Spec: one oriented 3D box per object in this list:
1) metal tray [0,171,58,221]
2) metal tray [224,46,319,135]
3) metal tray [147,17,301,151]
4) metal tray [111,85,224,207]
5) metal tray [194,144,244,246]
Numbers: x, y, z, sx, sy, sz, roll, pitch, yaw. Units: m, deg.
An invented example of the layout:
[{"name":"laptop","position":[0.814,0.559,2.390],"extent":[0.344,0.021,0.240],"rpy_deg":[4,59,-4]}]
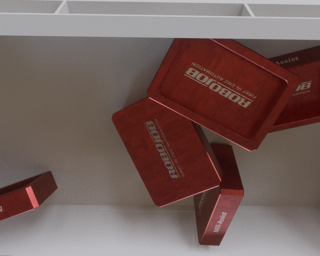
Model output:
[{"name":"metal tray","position":[-0.222,0.105,0.435],"extent":[0.131,0.090,0.030],"rpy_deg":[-20,96,0]},{"name":"metal tray","position":[0.143,-0.039,0.373],"extent":[0.130,0.030,0.090],"rpy_deg":[-13,129,11]},{"name":"metal tray","position":[0.064,-0.045,0.326],"extent":[0.130,0.030,0.090],"rpy_deg":[28,104,-3]},{"name":"metal tray","position":[0.010,0.022,0.382],"extent":[0.090,0.030,0.129],"rpy_deg":[-25,93,19]},{"name":"metal tray","position":[0.080,0.098,0.449],"extent":[0.030,0.090,0.129],"rpy_deg":[5,130,-5]}]
